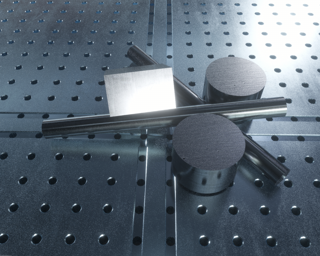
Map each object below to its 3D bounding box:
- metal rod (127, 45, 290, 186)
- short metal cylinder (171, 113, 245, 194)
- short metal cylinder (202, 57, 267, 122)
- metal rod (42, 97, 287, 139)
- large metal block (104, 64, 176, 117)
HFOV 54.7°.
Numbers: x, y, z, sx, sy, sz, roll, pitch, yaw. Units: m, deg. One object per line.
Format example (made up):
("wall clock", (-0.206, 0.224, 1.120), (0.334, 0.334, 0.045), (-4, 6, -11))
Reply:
("metal rod", (0.049, -0.033, 0.432), (0.025, 0.025, 0.300), (-31, 57, -23))
("short metal cylinder", (0.054, 0.029, 0.363), (0.081, 0.050, 0.080), (0, 50, 0))
("short metal cylinder", (0.102, -0.055, 0.434), (0.081, 0.050, 0.080), (0, 50, 0))
("metal rod", (0.003, -0.012, 0.391), (0.302, 0.025, 0.025), (-5, 50, 3))
("large metal block", (-0.028, -0.053, 0.407), (0.081, 0.050, 0.080), (-8, 16, -6))
